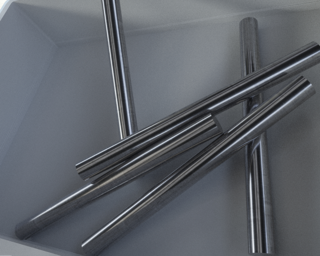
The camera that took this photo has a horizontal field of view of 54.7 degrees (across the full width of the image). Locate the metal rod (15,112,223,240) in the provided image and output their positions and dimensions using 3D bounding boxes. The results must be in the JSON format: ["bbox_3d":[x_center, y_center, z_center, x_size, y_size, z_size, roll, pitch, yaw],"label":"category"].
[{"bbox_3d":[-0.063,0.067,0.371,0.300,0.025,0.025,-31,51,18],"label":"metal rod"}]

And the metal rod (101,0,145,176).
[{"bbox_3d":[-0.054,-0.084,0.409,0.025,0.025,0.298,-12,81,22],"label":"metal rod"}]

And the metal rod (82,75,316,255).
[{"bbox_3d":[0.033,0.049,0.336,0.300,0.025,0.025,-39,51,10],"label":"metal rod"}]

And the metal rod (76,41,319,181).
[{"bbox_3d":[0.039,-0.016,0.356,0.301,0.025,0.025,-27,52,7],"label":"metal rod"}]

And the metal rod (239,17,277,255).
[{"bbox_3d":[0.108,-0.014,0.357,0.025,0.025,0.299,-8,58,24],"label":"metal rod"}]
